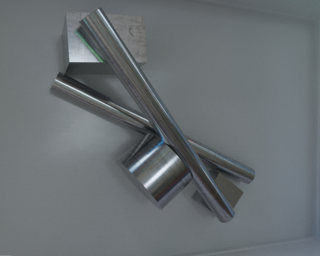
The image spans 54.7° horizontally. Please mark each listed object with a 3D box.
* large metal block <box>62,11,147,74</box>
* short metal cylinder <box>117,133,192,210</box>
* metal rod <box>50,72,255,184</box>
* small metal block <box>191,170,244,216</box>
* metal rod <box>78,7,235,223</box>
[{"bbox_3d":[-0.067,-0.093,0.356,0.081,0.080,0.050,-4,92,-20],"label":"large metal block"},{"bbox_3d":[-0.007,0.053,0.377,0.050,0.080,0.080,-42,104,-15],"label":"short metal cylinder"},{"bbox_3d":[0.004,0.008,0.412,0.301,0.025,0.025,26,81,-19],"label":"metal rod"},{"bbox_3d":[0.082,0.096,0.441,0.050,0.025,0.050,40,77,-16],"label":"small metal block"},{"bbox_3d":[0.012,0.005,0.352,0.025,0.025,0.299,-42,116,-15],"label":"metal rod"}]
